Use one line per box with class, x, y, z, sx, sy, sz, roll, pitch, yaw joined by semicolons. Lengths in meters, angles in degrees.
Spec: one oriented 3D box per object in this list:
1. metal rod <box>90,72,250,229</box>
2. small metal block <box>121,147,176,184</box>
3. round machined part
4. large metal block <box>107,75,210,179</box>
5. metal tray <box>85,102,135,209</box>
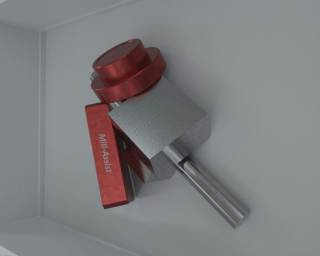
metal rod;-0.005;0.009;0.407;0.300;0.025;0.025;44;116;30
small metal block;-0.012;0.042;0.396;0.050;0.050;0.025;45;117;30
round machined part;-0.045;-0.077;0.390;0.098;0.098;0.042;-2;129;39
large metal block;0.000;-0.002;0.361;0.080;0.050;0.080;-37;58;-14
metal tray;-0.065;0.038;0.416;0.030;0.090;0.129;-12;80;-2
